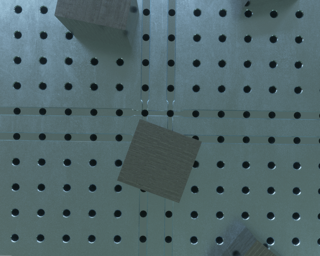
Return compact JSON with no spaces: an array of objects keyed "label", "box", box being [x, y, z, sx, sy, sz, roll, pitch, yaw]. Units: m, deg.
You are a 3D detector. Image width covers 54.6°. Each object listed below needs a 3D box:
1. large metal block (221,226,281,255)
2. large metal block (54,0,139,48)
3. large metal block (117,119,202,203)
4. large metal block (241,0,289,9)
[{"label":"large metal block","box":[0.123,0.192,0.402,0.080,0.050,0.080,40,90,0]},{"label":"large metal block","box":[-0.073,-0.142,0.385,0.080,0.080,0.050,12,90,0]},{"label":"large metal block","box":[-0.001,0.040,0.401,0.080,0.050,0.080,20,90,0]},{"label":"large metal block","box":[0.146,-0.210,0.402,0.080,0.050,0.080,-11,90,0]}]
